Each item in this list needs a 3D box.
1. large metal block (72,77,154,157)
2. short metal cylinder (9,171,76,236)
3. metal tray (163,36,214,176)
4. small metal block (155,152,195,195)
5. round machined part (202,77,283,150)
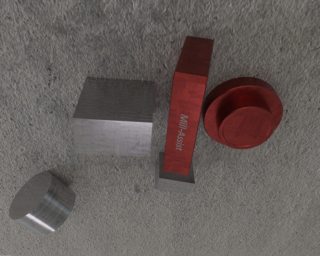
[{"bbox_3d":[-0.050,-0.014,0.358,0.081,0.080,0.050,3,130,-3],"label":"large metal block"},{"bbox_3d":[-0.176,0.113,0.465,0.080,0.080,0.050,-26,126,20],"label":"short metal cylinder"},{"bbox_3d":[0.031,-0.023,0.342,0.030,0.090,0.129,10,130,6],"label":"metal tray"},{"bbox_3d":[0.020,0.065,0.446,0.050,0.050,0.025,11,129,-9],"label":"small metal block"},{"bbox_3d":[0.104,-0.011,0.388,0.099,0.042,0.097,0,130,0],"label":"round machined part"}]
